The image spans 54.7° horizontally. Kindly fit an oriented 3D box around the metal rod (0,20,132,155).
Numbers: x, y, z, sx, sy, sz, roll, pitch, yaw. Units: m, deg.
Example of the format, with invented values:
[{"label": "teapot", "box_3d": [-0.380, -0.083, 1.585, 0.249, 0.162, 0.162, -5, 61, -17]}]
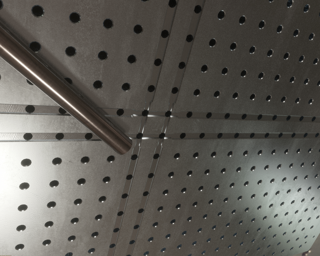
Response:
[{"label": "metal rod", "box_3d": [-0.125, -0.060, 0.306, 0.025, 0.025, 0.300, -43, 130, 1]}]
